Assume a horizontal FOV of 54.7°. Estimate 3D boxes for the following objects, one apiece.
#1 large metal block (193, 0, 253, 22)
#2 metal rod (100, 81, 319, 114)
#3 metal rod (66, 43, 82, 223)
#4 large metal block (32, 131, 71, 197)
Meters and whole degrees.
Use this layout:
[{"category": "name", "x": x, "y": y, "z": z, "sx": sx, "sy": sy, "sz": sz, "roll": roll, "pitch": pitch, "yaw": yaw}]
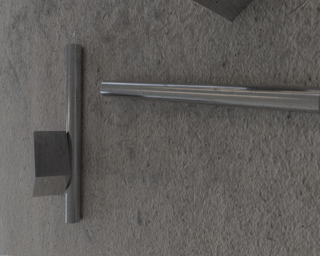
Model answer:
[{"category": "large metal block", "x": 0.071, "y": -0.164, "z": 0.311, "sx": 0.080, "sy": 0.081, "sz": 0.050, "roll": -41, "pitch": 65, "yaw": 32}, {"category": "metal rod", "x": 0.033, "y": -0.043, "z": 0.377, "sx": 0.300, "sy": 0.025, "sz": 0.025, "roll": 9, "pitch": 96, "yaw": 39}, {"category": "metal rod", "x": -0.146, "y": 0.009, "z": 0.525, "sx": 0.025, "sy": 0.025, "sz": 0.298, "roll": 1, "pitch": 91, "yaw": 40}, {"category": "large metal block", "x": -0.183, "y": 0.060, "z": 0.513, "sx": 0.080, "sy": 0.050, "sz": 0.080, "roll": 124, "pitch": 138, "yaw": -49}]
